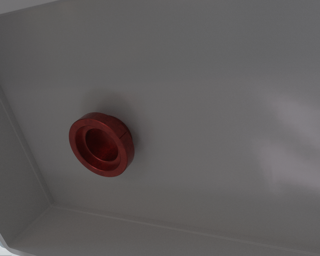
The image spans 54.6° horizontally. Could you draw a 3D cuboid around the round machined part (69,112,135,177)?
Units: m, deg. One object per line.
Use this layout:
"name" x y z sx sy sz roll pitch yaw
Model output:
"round machined part" -0.080 0.020 0.453 0.098 0.042 0.097 13 124 21
